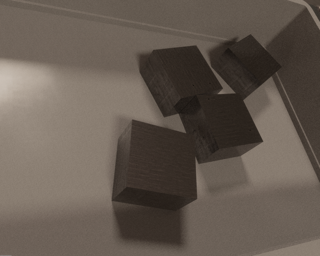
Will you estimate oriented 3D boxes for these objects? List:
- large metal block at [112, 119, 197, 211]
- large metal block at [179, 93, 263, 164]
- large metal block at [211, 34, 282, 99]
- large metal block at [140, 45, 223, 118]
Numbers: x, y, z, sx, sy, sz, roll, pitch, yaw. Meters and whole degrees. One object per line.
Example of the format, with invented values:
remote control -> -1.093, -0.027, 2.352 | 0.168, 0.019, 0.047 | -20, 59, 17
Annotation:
large metal block -> -0.006, 0.045, 0.360 | 0.081, 0.050, 0.080 | 15, 56, -21
large metal block -> 0.085, -0.001, 0.438 | 0.081, 0.050, 0.080 | -6, 65, -31
large metal block -> 0.151, -0.107, 0.539 | 0.080, 0.050, 0.081 | 49, 51, 6
large metal block -> 0.030, -0.069, 0.450 | 0.081, 0.050, 0.080 | -16, 71, -35
